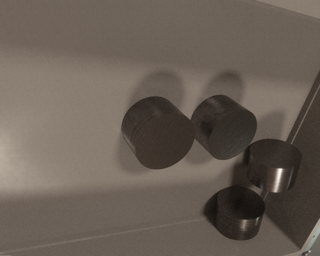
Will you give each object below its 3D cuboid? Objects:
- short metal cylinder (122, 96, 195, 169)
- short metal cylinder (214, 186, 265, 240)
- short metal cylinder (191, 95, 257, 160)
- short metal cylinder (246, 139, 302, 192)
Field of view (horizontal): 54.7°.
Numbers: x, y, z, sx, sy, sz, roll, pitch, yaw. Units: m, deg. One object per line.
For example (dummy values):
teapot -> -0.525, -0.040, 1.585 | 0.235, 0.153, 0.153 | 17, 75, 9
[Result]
short metal cylinder -> -0.003, 0.006, 0.396 | 0.081, 0.050, 0.079 | -14, 125, -21
short metal cylinder -> 0.138, 0.148, 0.543 | 0.081, 0.080, 0.050 | -12, 124, -22
short metal cylinder -> 0.090, -0.001, 0.443 | 0.081, 0.050, 0.079 | -14, 125, -21
short metal cylinder -> 0.189, 0.061, 0.517 | 0.081, 0.080, 0.050 | -16, 125, -20
